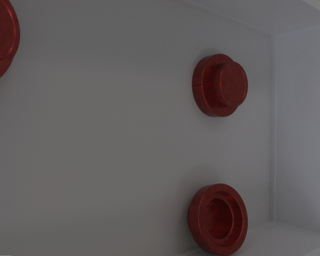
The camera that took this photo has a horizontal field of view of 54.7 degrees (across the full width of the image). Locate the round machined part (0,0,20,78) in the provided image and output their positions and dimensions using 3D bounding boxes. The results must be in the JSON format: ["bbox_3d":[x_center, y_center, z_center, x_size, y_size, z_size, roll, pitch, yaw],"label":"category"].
[{"bbox_3d":[-0.152,-0.079,0.242,0.098,0.042,0.097,3,90,-67],"label":"round machined part"}]

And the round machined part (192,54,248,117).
[{"bbox_3d":[0.099,-0.066,0.478,0.099,0.042,0.097,0,90,-40],"label":"round machined part"}]

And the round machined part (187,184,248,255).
[{"bbox_3d":[0.079,0.132,0.452,0.099,0.042,0.098,11,70,-33],"label":"round machined part"}]
